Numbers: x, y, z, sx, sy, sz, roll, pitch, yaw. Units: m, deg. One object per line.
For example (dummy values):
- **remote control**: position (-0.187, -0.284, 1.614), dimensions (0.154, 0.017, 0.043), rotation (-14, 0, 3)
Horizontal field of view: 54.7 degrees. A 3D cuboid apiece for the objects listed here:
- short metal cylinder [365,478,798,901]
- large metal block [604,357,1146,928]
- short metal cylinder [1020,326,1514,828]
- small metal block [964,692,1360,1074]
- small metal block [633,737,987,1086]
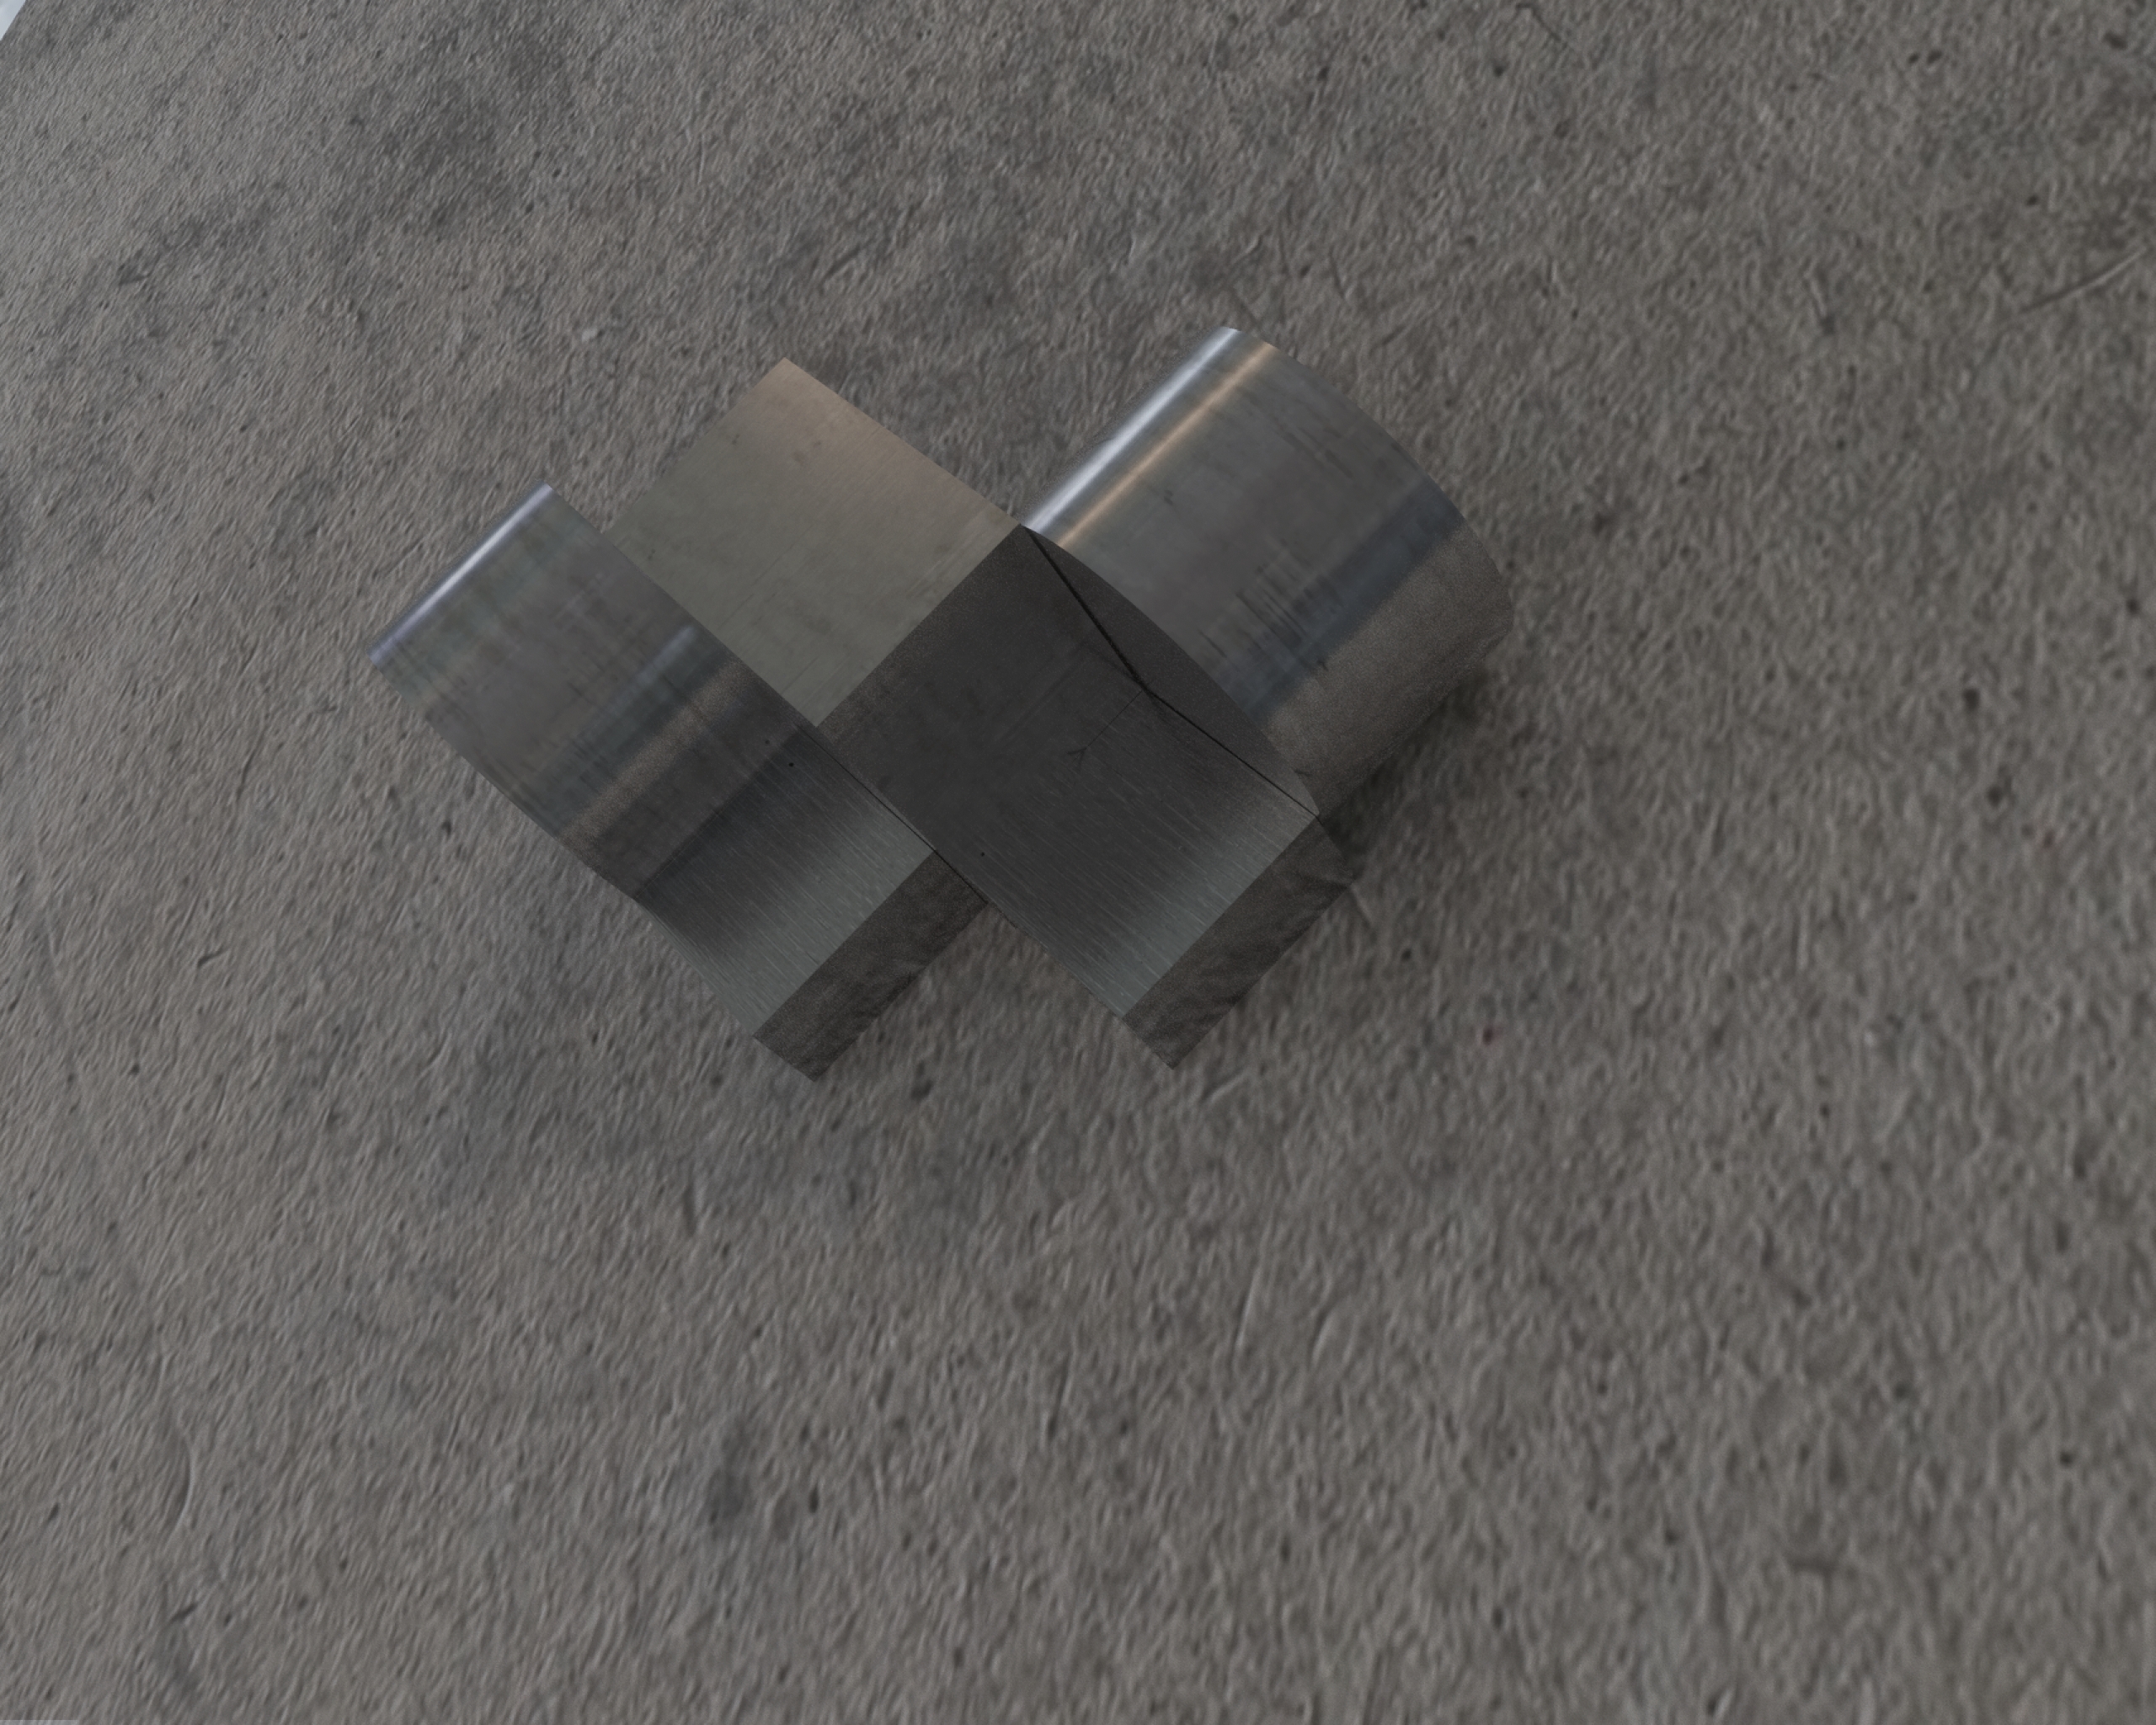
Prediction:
- **short metal cylinder**: position (-0.103, -0.036, 0.446), dimensions (0.050, 0.080, 0.080), rotation (-46, 51, -4)
- **large metal block**: position (-0.035, -0.043, 0.415), dimensions (0.050, 0.080, 0.080), rotation (-46, 52, -4)
- **short metal cylinder**: position (0.033, -0.051, 0.385), dimensions (0.050, 0.080, 0.080), rotation (-46, 51, -4)
- **small metal block**: position (0.016, 0.003, 0.396), dimensions (0.050, 0.025, 0.050), rotation (-46, 51, -4)
- **small metal block**: position (-0.055, 0.009, 0.430), dimensions (0.050, 0.025, 0.050), rotation (-46, 51, -4)
